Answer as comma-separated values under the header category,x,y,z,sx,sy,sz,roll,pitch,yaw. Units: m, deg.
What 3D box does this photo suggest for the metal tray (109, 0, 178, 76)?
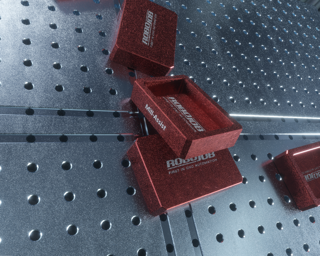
category,x,y,z,sx,sy,sz,roll,pitch,yaw
metal tray,-0.022,-0.146,0.484,0.091,0.030,0.130,18,55,-18

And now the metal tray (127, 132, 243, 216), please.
category,x,y,z,sx,sy,sz,roll,pitch,yaw
metal tray,0.034,0.048,0.396,0.131,0.030,0.090,-11,67,-33

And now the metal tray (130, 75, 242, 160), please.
category,x,y,z,sx,sy,sz,roll,pitch,yaw
metal tray,0.031,-0.021,0.405,0.091,0.030,0.130,-11,45,-33

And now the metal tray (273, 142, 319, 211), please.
category,x,y,z,sx,sy,sz,roll,pitch,yaw
metal tray,0.254,0.072,0.501,0.131,0.030,0.090,-9,66,-32
